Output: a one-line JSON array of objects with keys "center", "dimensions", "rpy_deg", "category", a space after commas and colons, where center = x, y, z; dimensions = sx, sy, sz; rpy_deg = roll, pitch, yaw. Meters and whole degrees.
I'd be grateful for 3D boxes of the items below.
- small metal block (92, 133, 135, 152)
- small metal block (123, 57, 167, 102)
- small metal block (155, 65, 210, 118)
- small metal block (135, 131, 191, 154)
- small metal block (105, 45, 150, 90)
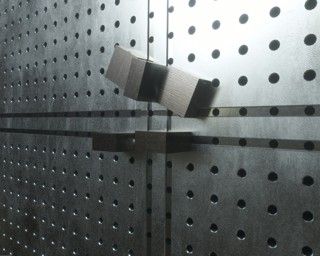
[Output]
[{"center": [-0.061, 0.019, 0.445], "dimensions": [0.050, 0.050, 0.025], "rpy_deg": [1, 91, 40], "category": "small metal block"}, {"center": [-0.016, -0.061, 0.407], "dimensions": [0.025, 0.050, 0.050], "rpy_deg": [25, 106, 37], "category": "small metal block"}, {"center": [0.027, -0.046, 0.388], "dimensions": [0.050, 0.025, 0.050], "rpy_deg": [32, 110, 35], "category": "small metal block"}, {"center": [0.004, 0.016, 0.391], "dimensions": [0.050, 0.050, 0.025], "rpy_deg": [2, 92, 40], "category": "small metal block"}, {"center": [-0.048, -0.086, 0.450], "dimensions": [0.050, 0.025, 0.050], "rpy_deg": [36, 112, 34], "category": "small metal block"}]
